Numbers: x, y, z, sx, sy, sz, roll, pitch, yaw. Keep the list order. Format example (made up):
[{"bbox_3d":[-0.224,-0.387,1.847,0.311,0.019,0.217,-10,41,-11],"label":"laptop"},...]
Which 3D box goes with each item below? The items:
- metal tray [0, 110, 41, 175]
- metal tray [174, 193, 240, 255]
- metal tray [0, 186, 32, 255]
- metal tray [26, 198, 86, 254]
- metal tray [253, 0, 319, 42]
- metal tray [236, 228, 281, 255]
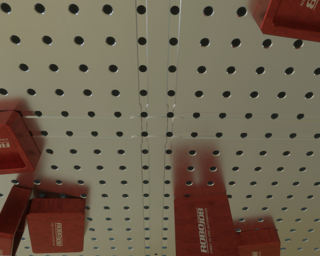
[{"bbox_3d":[-0.246,0.025,0.427,0.131,0.030,0.090,-5,130,4],"label":"metal tray"},{"bbox_3d":[0.070,0.166,0.484,0.090,0.130,0.030,-6,130,5],"label":"metal tray"},{"bbox_3d":[-0.246,0.169,0.510,0.030,0.090,0.129,16,128,-13],"label":"metal tray"},{"bbox_3d":[-0.180,0.176,0.549,0.091,0.030,0.129,3,131,-12],"label":"metal tray"},{"bbox_3d":[0.152,-0.147,0.283,0.091,0.030,0.129,6,130,-6],"label":"metal tray"},{"bbox_3d":[0.192,0.254,0.626,0.090,0.030,0.129,-10,130,8],"label":"metal tray"}]
